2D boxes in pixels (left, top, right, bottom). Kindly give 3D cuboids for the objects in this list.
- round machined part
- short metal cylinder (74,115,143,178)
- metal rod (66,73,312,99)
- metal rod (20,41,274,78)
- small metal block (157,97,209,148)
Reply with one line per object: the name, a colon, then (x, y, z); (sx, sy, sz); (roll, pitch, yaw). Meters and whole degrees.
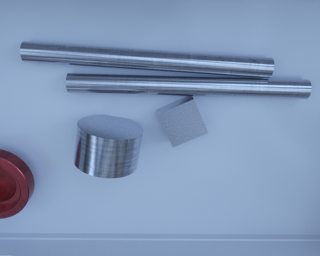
round machined part: (-0.222, 0.072, 0.426); (0.099, 0.042, 0.097); (0, 110, -1)
short metal cylinder: (-0.065, 0.021, 0.389); (0.081, 0.080, 0.050); (9, 110, -4)
metal rod: (0.036, -0.053, 0.392); (0.302, 0.025, 0.025); (1, 110, -1)
metal rod: (-0.013, -0.084, 0.380); (0.302, 0.025, 0.025); (3, 110, -2)
small metal block: (0.029, -0.009, 0.408); (0.050, 0.025, 0.050); (-23, 109, 8)
